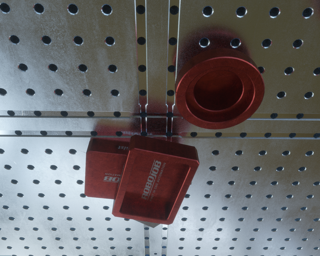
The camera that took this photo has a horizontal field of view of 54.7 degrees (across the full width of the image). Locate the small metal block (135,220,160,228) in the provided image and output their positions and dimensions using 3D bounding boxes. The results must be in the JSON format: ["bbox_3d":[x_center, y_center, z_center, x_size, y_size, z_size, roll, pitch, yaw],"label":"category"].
[{"bbox_3d":[-0.022,0.126,0.502,0.050,0.050,0.025,31,126,-25],"label":"small metal block"}]

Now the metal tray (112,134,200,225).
[{"bbox_3d":[-0.010,0.076,0.428,0.091,0.030,0.129,12,123,-10],"label":"metal tray"}]

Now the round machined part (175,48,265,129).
[{"bbox_3d":[0.066,-0.048,0.360,0.099,0.042,0.097,0,130,0],"label":"round machined part"}]

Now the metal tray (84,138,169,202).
[{"bbox_3d":[-0.042,0.066,0.458,0.131,0.030,0.089,7,124,-6],"label":"metal tray"}]
